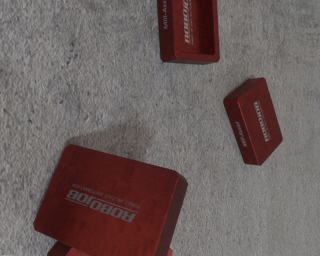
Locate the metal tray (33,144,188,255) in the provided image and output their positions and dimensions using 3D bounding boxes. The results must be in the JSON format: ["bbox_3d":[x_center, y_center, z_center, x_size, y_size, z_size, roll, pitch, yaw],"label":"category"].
[{"bbox_3d":[-0.048,0.073,0.295,0.030,0.130,0.090,46,59,-59],"label":"metal tray"}]

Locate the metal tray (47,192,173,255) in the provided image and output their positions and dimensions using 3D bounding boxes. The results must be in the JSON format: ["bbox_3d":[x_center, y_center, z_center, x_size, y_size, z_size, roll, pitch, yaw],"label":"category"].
[{"bbox_3d":[-0.051,0.148,0.358,0.130,0.030,0.090,51,60,-28],"label":"metal tray"}]

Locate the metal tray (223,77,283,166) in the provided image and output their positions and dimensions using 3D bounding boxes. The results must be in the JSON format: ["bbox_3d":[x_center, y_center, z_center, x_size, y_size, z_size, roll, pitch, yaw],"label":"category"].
[{"bbox_3d":[0.165,-0.011,0.539,0.091,0.030,0.129,-36,113,-34],"label":"metal tray"}]

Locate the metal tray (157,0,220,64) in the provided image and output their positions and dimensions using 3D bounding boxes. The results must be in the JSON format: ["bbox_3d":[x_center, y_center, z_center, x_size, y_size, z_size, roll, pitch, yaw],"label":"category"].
[{"bbox_3d":[0.041,-0.157,0.434,0.091,0.030,0.129,-6,94,-40],"label":"metal tray"}]
